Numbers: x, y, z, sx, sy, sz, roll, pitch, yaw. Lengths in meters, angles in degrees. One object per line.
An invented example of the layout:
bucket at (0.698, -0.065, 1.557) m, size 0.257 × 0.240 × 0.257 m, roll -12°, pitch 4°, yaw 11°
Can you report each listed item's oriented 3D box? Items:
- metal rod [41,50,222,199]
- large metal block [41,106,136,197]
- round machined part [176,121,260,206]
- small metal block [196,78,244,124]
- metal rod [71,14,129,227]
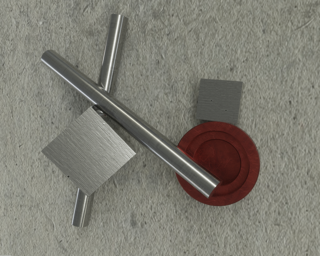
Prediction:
metal rod at (-0.050, -0.018, 0.391) m, size 0.300 × 0.025 × 0.025 m, roll 37°, pitch 102°, yaw 22°
large metal block at (-0.089, 0.027, 0.402) m, size 0.080 × 0.050 × 0.080 m, roll -43°, pitch 99°, yaw -1°
round machined part at (0.070, 0.041, 0.375) m, size 0.098 × 0.042 × 0.097 m, roll 0°, pitch 90°, yaw 19°
small metal block at (0.074, -0.033, 0.382) m, size 0.050 × 0.025 × 0.050 m, roll 8°, pitch 93°, yaw 19°
metal rod at (-0.086, -0.007, 0.437) m, size 0.025 × 0.025 × 0.298 m, roll 13°, pitch 94°, yaw 19°
